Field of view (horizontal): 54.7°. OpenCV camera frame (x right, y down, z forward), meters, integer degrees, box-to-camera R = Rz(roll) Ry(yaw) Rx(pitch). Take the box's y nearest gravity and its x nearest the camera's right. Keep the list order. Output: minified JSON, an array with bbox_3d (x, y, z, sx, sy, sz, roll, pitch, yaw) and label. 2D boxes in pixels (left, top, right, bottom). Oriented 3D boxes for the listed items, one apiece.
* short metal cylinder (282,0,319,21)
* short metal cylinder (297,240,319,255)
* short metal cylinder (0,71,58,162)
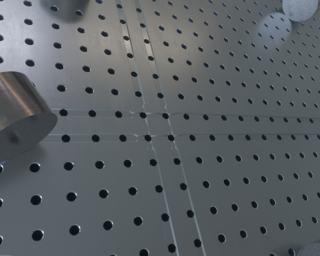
[{"bbox_3d":[0.343,-0.303,0.742,0.080,0.080,0.050,48,51,5],"label":"short metal cylinder"},{"bbox_3d":[0.220,0.177,0.383,0.050,0.080,0.080,-5,64,-31],"label":"short metal cylinder"},{"bbox_3d":[-0.149,-0.009,0.298,0.081,0.080,0.050,-32,80,-38],"label":"short metal cylinder"}]
